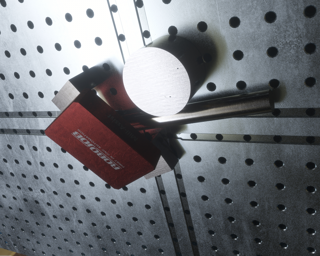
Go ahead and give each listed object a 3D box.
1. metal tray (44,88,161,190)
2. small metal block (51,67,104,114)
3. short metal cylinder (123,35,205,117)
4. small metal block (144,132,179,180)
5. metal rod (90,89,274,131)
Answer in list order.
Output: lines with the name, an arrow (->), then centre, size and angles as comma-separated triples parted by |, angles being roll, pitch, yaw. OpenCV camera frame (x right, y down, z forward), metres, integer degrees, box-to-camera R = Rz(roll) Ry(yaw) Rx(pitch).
metal tray -> -0.075, 0.020, 0.408 | 0.130, 0.030, 0.090 | 42, 130, -16
small metal block -> -0.111, -0.051, 0.420 | 0.025, 0.050, 0.050 | 49, 128, -7
short metal cylinder -> 0.005, -0.060, 0.353 | 0.080, 0.050, 0.079 | 13, 124, 20
small metal block -> -0.010, 0.040, 0.439 | 0.050, 0.025, 0.050 | -26, 105, 36
metal rod -> -0.008, -0.011, 0.407 | 0.300, 0.025, 0.025 | -8, 115, 31
